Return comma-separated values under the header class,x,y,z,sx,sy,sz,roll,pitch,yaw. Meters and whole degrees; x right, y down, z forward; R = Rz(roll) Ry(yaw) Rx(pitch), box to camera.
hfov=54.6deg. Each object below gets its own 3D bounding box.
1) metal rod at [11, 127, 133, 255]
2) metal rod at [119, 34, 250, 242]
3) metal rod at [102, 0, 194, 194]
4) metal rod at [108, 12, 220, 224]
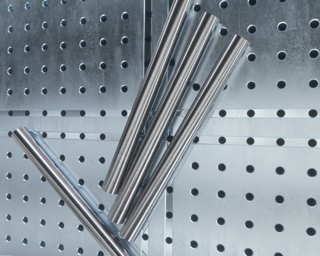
class,x,y,z,sx,sy,sz,roll,pitch,yaw
metal rod,-0.122,0.110,0.456,0.300,0.025,0.025,45,104,14
metal rod,0.027,0.020,0.403,0.025,0.025,0.299,32,100,17
metal rod,-0.015,-0.050,0.418,0.025,0.025,0.299,24,98,18
metal rod,0.001,-0.006,0.412,0.025,0.025,0.299,28,99,18
